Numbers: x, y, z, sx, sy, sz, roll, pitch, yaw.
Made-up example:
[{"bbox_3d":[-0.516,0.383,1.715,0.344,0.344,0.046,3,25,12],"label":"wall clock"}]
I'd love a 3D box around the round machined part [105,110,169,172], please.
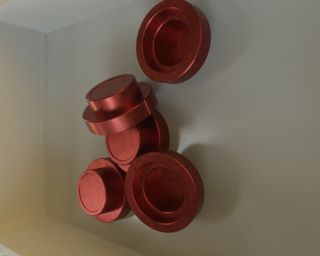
[{"bbox_3d":[-0.038,0.016,0.427,0.098,0.042,0.097,0,90,40],"label":"round machined part"}]

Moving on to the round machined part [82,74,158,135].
[{"bbox_3d":[-0.056,-0.036,0.403,0.098,0.098,0.042,4,128,40],"label":"round machined part"}]

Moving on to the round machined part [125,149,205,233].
[{"bbox_3d":[0.009,0.073,0.380,0.098,0.042,0.097,6,102,29],"label":"round machined part"}]

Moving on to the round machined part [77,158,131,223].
[{"bbox_3d":[-0.088,0.095,0.469,0.098,0.042,0.097,0,90,40],"label":"round machined part"}]

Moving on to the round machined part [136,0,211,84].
[{"bbox_3d":[0.020,-0.103,0.379,0.098,0.042,0.097,0,90,40],"label":"round machined part"}]
